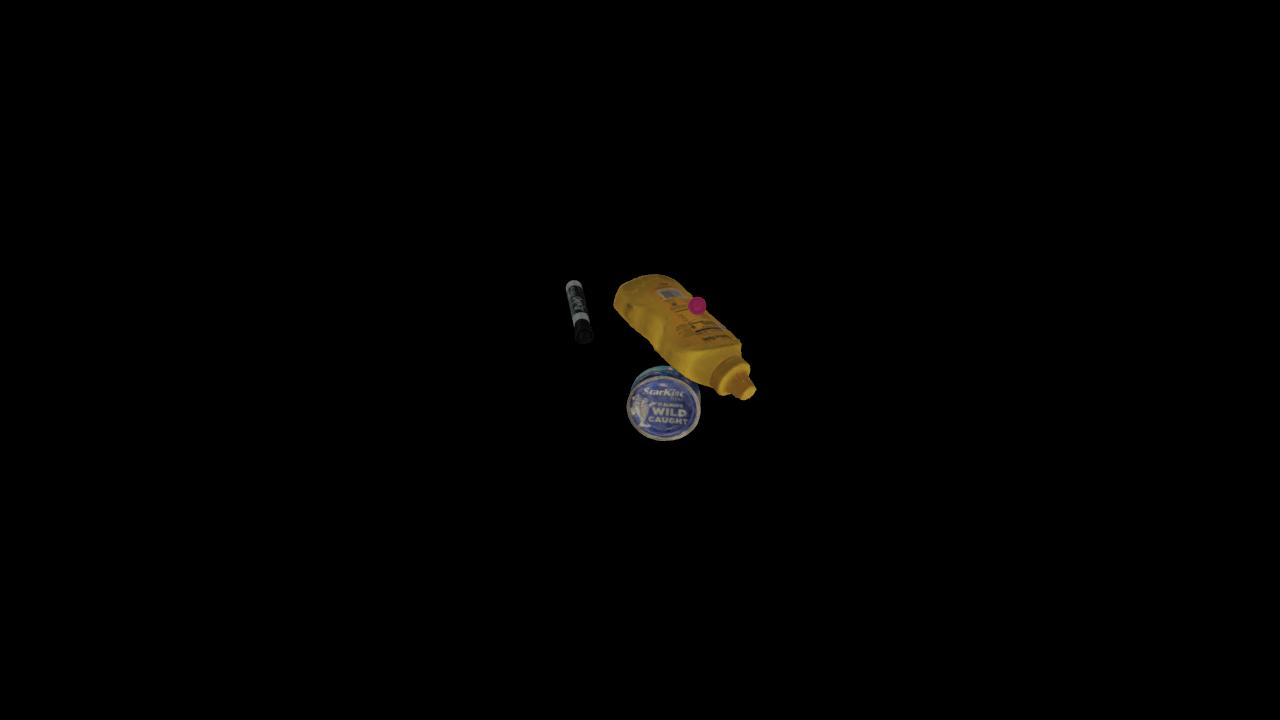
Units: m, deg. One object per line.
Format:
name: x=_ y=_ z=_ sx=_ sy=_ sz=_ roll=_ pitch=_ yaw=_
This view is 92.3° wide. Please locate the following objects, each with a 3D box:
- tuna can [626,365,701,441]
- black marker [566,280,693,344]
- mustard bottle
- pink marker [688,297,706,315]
tuna can: x=0.028 y=0.049 z=0.704 sx=0.084 sy=0.084 sz=0.034 roll=0 pitch=26 yaw=7
black marker: x=-0.064 y=-0.051 z=0.646 sx=0.020 sy=0.020 sz=0.121 roll=0 pitch=31 yaw=-12
mustard bottle: x=0.055 y=-0.022 z=0.644 sx=0.092 sy=0.054 sz=0.184 roll=-4 pitch=39 yaw=-42
pink marker: x=0.058 y=-0.054 z=0.688 sx=0.020 sy=0.020 sz=0.121 roll=0 pitch=-2 yaw=-2
